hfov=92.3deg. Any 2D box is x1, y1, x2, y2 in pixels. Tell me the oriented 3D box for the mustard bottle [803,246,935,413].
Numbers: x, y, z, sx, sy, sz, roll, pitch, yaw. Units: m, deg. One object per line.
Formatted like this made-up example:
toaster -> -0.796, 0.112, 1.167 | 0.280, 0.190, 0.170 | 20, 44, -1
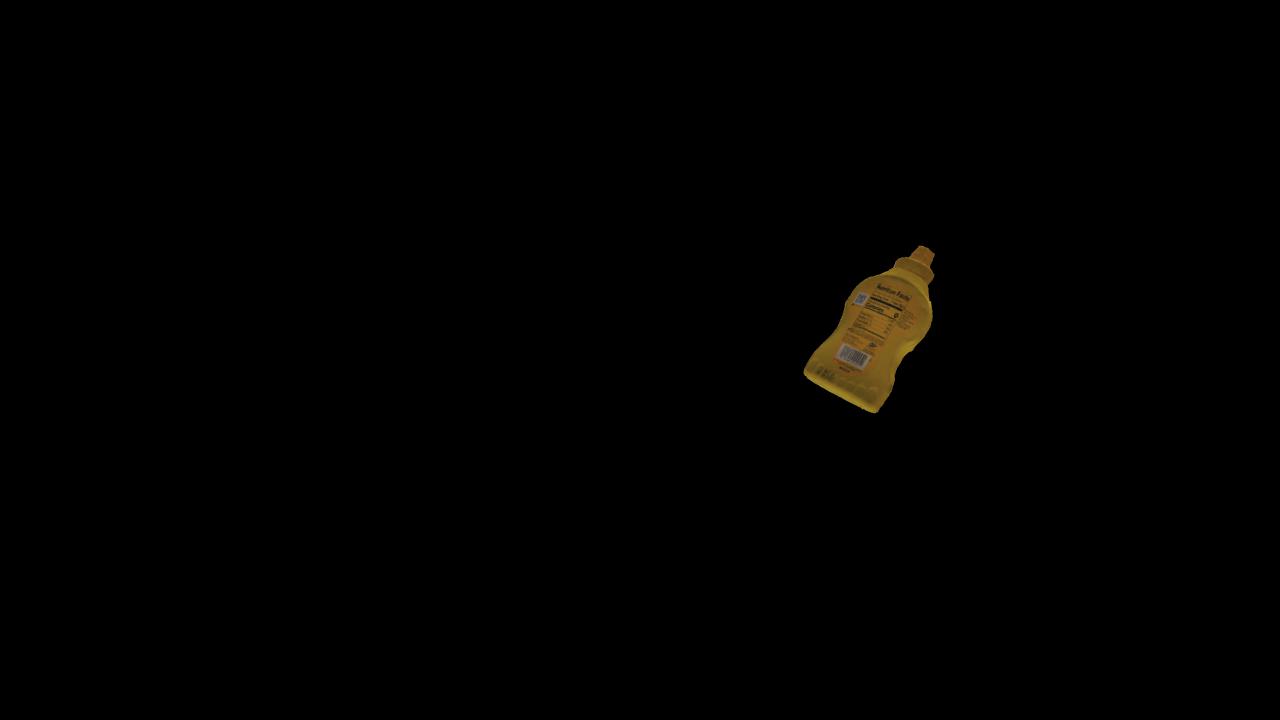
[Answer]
mustard bottle -> 0.261, -0.041, 0.663 | 0.092, 0.184, 0.054 | 32, 2, 40
